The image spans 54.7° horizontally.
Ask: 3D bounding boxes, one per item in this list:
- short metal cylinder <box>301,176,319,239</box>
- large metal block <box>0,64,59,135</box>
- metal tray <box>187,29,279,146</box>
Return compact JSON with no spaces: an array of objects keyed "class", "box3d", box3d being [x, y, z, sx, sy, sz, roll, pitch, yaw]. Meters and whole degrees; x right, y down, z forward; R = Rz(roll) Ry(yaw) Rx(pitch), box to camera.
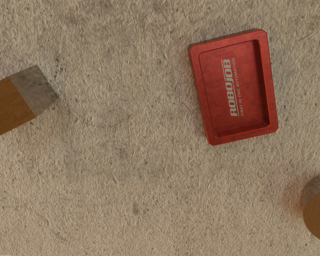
[{"class":"short metal cylinder","box3d":[0.240,0.110,0.426,0.080,0.050,0.079,6,107,20]},{"class":"large metal block","box3d":[-0.180,-0.029,0.368,0.080,0.080,0.050,-25,108,9]},{"class":"metal tray","box3d":[0.092,-0.049,0.389,0.090,0.030,0.129,-13,110,4]}]
